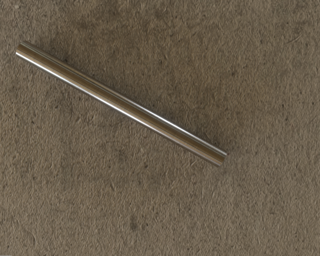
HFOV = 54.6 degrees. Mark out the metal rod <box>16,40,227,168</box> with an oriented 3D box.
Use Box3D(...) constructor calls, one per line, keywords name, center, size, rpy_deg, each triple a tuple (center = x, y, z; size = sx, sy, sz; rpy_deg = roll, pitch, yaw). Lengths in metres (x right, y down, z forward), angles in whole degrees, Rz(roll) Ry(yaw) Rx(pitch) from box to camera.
Box3D(name="metal rod", center=(-0.050, -0.031, 0.409), size=(0.301, 0.025, 0.025), rpy_deg=(29, 90, 0))
